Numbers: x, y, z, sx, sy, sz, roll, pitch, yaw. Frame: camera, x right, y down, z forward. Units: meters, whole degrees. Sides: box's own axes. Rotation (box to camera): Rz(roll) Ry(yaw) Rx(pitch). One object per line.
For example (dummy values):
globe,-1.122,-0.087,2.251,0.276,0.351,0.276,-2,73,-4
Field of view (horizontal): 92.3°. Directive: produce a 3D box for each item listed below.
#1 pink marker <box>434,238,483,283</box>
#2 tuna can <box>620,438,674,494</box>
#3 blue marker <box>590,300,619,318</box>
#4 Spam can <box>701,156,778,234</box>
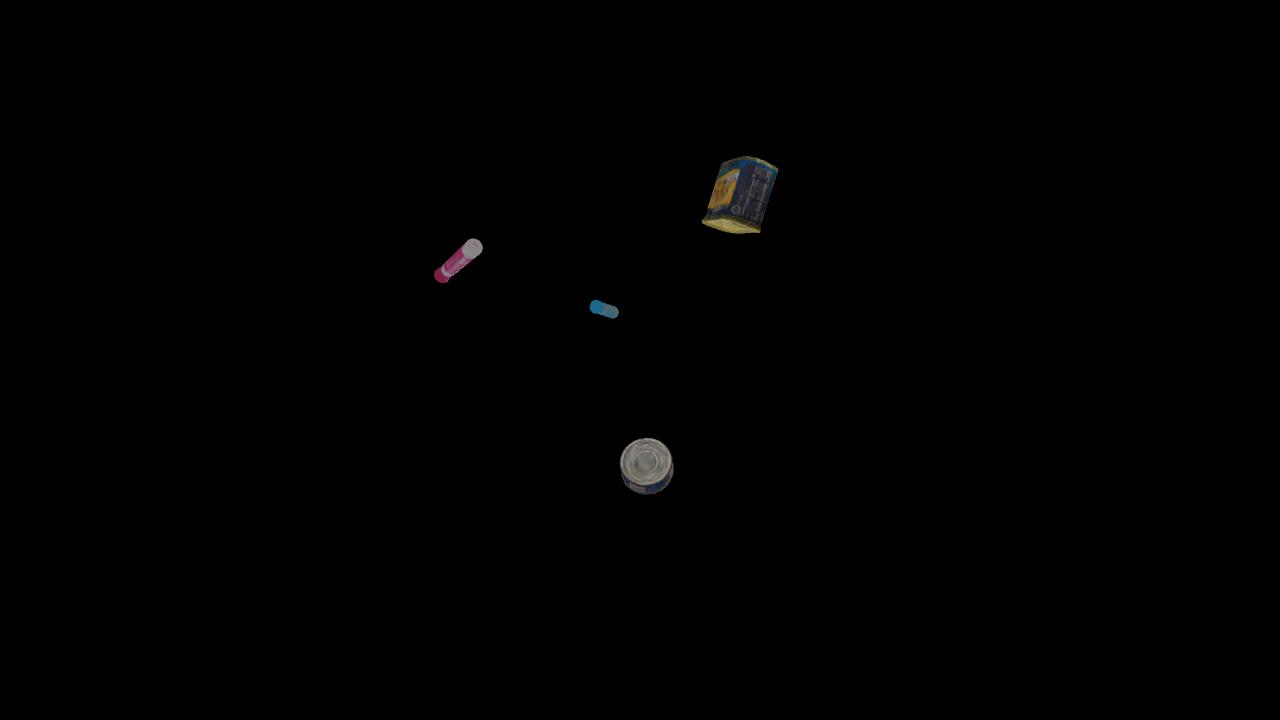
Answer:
pink marker,-0.212,-0.112,0.709,0.020,0.020,0.121,0,-10,-35
tuna can,0.010,0.165,0.965,0.084,0.084,0.034,0,-34,6
blue marker,-0.051,-0.072,0.883,0.020,0.020,0.121,0,0,9
Spam can,0.132,-0.218,0.820,0.058,0.085,0.101,15,6,-19
